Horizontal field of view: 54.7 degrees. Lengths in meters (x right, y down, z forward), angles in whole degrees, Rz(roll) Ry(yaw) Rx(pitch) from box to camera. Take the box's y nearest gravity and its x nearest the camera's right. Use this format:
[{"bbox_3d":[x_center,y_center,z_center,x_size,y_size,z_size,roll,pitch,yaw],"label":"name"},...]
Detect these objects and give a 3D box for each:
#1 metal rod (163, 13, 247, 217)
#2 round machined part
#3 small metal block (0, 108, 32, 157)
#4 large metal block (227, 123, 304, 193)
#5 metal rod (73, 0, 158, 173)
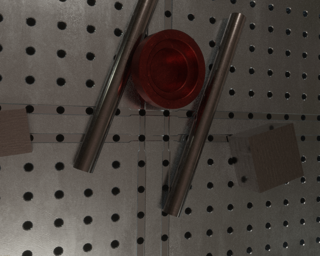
[{"bbox_3d":[0.065,-0.023,0.438,0.025,0.025,0.299,22,83,-19],"label":"metal rod"},{"bbox_3d":[0.007,-0.074,0.401,0.099,0.042,0.097,-4,98,-30],"label":"round machined part"},{"bbox_3d":[-0.174,0.006,0.349,0.050,0.025,0.050,-8,93,-20],"label":"small metal block"},{"bbox_3d":[0.156,0.041,0.459,0.081,0.050,0.080,-16,96,-20],"label":"large metal block"},{"bbox_3d":[-0.044,-0.088,0.396,0.025,0.025,0.299,22,82,-19],"label":"metal rod"}]
